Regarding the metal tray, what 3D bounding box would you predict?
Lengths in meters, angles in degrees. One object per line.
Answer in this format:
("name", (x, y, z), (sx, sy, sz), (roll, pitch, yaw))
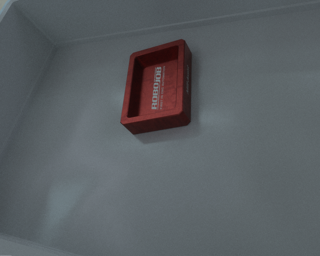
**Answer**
("metal tray", (-0.003, -0.060, 0.441), (0.090, 0.030, 0.130), (-10, 57, 23))
